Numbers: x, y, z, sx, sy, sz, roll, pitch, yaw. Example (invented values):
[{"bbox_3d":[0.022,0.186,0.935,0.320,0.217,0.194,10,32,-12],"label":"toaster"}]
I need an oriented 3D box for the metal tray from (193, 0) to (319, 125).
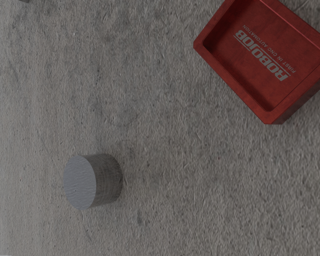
[{"bbox_3d":[0.104,-0.078,0.315,0.090,0.030,0.130,-51,61,28],"label":"metal tray"}]

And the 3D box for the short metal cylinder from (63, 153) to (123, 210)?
[{"bbox_3d":[-0.103,0.080,0.474,0.080,0.050,0.080,0,90,40],"label":"short metal cylinder"}]

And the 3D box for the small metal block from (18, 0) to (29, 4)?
[{"bbox_3d":[-0.290,-0.295,0.644,0.050,0.025,0.050,38,113,33],"label":"small metal block"}]
